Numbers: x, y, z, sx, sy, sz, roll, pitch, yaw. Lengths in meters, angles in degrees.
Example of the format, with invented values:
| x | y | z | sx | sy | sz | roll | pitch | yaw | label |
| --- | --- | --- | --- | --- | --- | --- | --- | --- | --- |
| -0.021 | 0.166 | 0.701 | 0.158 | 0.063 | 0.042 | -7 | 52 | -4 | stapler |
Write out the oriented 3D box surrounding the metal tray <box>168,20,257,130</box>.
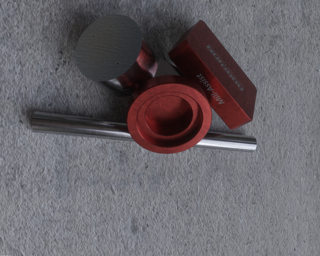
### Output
| x | y | z | sx | sy | sz | roll | pitch | yaw | label |
| --- | --- | --- | --- | --- | --- | --- | --- | --- | --- |
| 0.075 | -0.071 | 0.408 | 0.130 | 0.030 | 0.090 | 47 | 37 | -14 | metal tray |

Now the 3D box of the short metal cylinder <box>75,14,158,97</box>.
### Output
| x | y | z | sx | sy | sz | roll | pitch | yaw | label |
| --- | --- | --- | --- | --- | --- | --- | --- | --- | --- |
| -0.049 | -0.082 | 0.358 | 0.080 | 0.050 | 0.080 | -5 | 74 | 18 | short metal cylinder |

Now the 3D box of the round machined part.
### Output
| x | y | z | sx | sy | sz | roll | pitch | yaw | label |
| --- | --- | --- | --- | --- | --- | --- | --- | --- | --- |
| 0.010 | -0.019 | 0.372 | 0.099 | 0.042 | 0.097 | -3 | 124 | -4 | round machined part |

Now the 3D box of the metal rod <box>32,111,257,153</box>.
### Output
| x | y | z | sx | sy | sz | roll | pitch | yaw | label |
| --- | --- | --- | --- | --- | --- | --- | --- | --- | --- |
| -0.005 | 0.008 | 0.409 | 0.302 | 0.025 | 0.025 | 6 | 88 | -20 | metal rod |

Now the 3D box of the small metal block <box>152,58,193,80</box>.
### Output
| x | y | z | sx | sy | sz | roll | pitch | yaw | label |
| --- | --- | --- | --- | --- | --- | --- | --- | --- | --- |
| 0.008 | -0.062 | 0.398 | 0.050 | 0.050 | 0.025 | 25 | 82 | -19 | small metal block |
